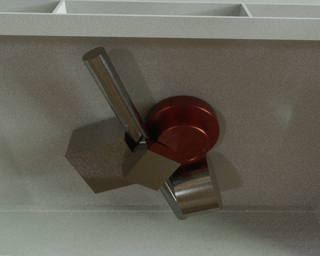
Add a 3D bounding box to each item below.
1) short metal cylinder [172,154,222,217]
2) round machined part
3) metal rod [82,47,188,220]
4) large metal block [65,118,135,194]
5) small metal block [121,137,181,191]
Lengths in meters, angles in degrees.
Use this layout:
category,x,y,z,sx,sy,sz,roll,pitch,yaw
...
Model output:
category,x,y,z,sx,sy,sz,roll,pitch,yaw
short metal cylinder,0.053,0.082,0.442,0.050,0.080,0.080,-16,129,13
round machined part,0.028,0.010,0.404,0.099,0.042,0.097,-1,130,0
metal rod,-0.015,0.031,0.405,0.025,0.025,0.299,-16,129,13
large metal block,-0.066,0.037,0.418,0.080,0.050,0.080,-16,129,12
small metal block,-0.011,0.045,0.382,0.050,0.025,0.050,26,114,-30
